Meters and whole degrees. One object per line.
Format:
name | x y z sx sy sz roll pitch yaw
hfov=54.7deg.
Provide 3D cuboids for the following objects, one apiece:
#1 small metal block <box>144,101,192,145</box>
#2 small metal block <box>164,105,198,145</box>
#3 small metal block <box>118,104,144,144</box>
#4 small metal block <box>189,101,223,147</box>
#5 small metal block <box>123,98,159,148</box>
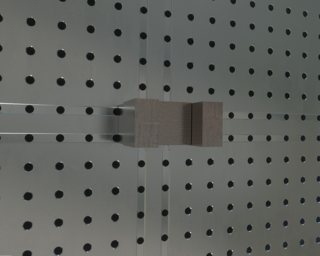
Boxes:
small metal block | 0.009 -0.005 0.364 0.050 0.025 0.050 1 90 -21
small metal block | 0.027 -0.004 0.410 0.025 0.050 0.050 -1 91 -20
small metal block | -0.034 -0.005 0.387 0.025 0.050 0.050 1 90 -20
small metal block | 0.050 -0.004 0.364 0.025 0.050 0.050 1 90 -20
small metal block | -0.022 -0.005 0.338 0.025 0.050 0.050 1 90 -20
